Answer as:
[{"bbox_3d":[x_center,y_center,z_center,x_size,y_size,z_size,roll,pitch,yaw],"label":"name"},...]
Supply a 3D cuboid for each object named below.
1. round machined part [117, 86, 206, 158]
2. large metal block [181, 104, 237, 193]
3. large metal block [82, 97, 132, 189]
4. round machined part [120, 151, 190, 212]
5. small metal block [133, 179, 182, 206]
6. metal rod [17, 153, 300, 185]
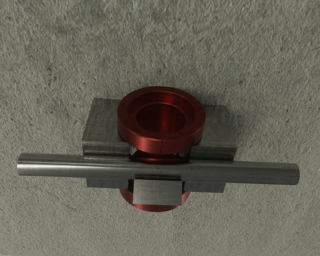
[{"bbox_3d":[0.001,-0.004,0.357,0.099,0.098,0.042,3,131,-3],"label":"round machined part"},{"bbox_3d":[0.057,0.025,0.395,0.050,0.080,0.079,3,130,-3],"label":"large metal block"},{"bbox_3d":[-0.062,0.019,0.388,0.050,0.080,0.079,3,130,-3],"label":"large metal block"},{"bbox_3d":[-0.005,0.060,0.411,0.099,0.098,0.042,4,125,-3],"label":"round machined part"},{"bbox_3d":[-0.002,0.071,0.346,0.050,0.025,0.050,2,171,0],"label":"small metal block"},{"bbox_3d":[0.001,0.046,0.342,0.302,0.025,0.025,2,130,-3],"label":"metal rod"}]
